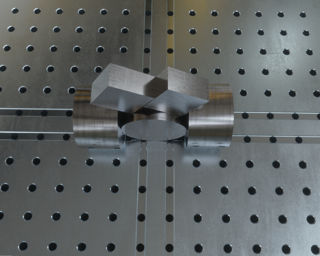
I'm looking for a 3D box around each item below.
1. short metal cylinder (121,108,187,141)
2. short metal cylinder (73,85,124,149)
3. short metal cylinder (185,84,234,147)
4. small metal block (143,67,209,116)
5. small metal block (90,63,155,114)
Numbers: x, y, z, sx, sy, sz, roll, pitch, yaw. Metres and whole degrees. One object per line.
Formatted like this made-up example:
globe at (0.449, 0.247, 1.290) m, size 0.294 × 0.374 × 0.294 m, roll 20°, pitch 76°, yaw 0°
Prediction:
short metal cylinder at (-0.007, -0.019, 0.389) m, size 0.081 × 0.080 × 0.050 m, roll 1°, pitch 70°, yaw 0°
short metal cylinder at (-0.072, -0.014, 0.386) m, size 0.050 × 0.080 × 0.080 m, roll 1°, pitch 70°, yaw 1°
short metal cylinder at (0.059, -0.015, 0.388) m, size 0.050 × 0.080 × 0.080 m, roll 0°, pitch 70°, yaw 1°
small metal block at (0.017, -0.037, 0.330) m, size 0.050 × 0.050 × 0.025 m, roll 12°, pitch 67°, yaw -29°
small metal block at (-0.040, -0.040, 0.326) m, size 0.050 × 0.050 × 0.025 m, roll 12°, pitch 67°, yaw -29°
